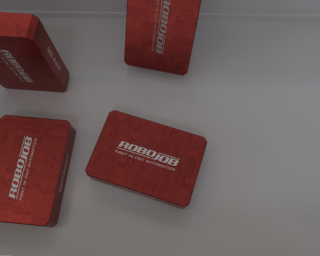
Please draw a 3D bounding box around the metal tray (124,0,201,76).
[{"bbox_3d":[0.003,-0.140,0.408,0.090,0.129,0.030,11,37,4],"label":"metal tray"}]

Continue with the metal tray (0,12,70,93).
[{"bbox_3d":[-0.176,-0.089,0.385,0.091,0.130,0.030,4,70,1],"label":"metal tray"}]

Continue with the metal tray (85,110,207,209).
[{"bbox_3d":[-0.016,0.039,0.393,0.131,0.030,0.090,17,71,6],"label":"metal tray"}]

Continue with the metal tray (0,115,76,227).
[{"bbox_3d":[-0.165,0.052,0.387,0.091,0.030,0.130,5,70,2],"label":"metal tray"}]
